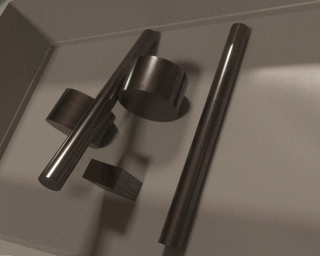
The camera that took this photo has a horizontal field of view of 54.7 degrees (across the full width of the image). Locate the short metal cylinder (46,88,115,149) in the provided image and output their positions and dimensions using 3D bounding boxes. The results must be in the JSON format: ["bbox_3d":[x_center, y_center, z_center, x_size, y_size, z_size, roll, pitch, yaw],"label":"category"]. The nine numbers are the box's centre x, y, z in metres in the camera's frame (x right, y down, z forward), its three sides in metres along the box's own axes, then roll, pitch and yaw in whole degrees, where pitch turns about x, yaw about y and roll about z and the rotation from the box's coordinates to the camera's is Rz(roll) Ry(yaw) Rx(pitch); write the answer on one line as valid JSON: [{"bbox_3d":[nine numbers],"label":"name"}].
[{"bbox_3d":[-0.110,-0.012,0.433,0.080,0.080,0.050,17,71,34],"label":"short metal cylinder"}]

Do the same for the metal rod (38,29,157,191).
[{"bbox_3d":[-0.064,-0.047,0.408,0.025,0.025,0.301,-2,43,27],"label":"metal rod"}]

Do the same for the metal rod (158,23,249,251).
[{"bbox_3d":[0.060,-0.007,0.377,0.025,0.025,0.300,8,65,31],"label":"metal rod"}]

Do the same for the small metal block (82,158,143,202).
[{"bbox_3d":[-0.057,0.064,0.379,0.050,0.050,0.025,12,68,33],"label":"small metal block"}]

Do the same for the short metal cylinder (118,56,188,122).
[{"bbox_3d":[-0.008,-0.049,0.403,0.080,0.080,0.050,5,64,30],"label":"short metal cylinder"}]
